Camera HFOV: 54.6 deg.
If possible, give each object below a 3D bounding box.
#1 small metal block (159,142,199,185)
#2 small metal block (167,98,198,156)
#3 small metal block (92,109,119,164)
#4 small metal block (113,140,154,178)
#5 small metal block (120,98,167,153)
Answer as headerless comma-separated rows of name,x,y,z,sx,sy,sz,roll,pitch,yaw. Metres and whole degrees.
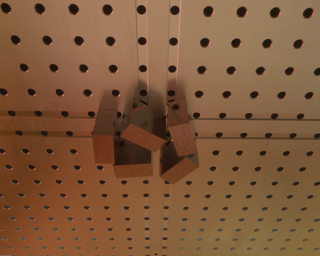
small metal block,0.026,0.042,0.430,0.025,0.050,0.050,35,122,-25
small metal block,0.028,-0.001,0.394,0.025,0.050,0.050,-13,128,10
small metal block,-0.070,0.011,0.404,0.025,0.050,0.050,3,131,-2
small metal block,-0.035,0.041,0.429,0.050,0.050,0.025,-4,130,3
small metal block,-0.020,-0.004,0.392,0.050,0.050,0.025,27,126,-21
